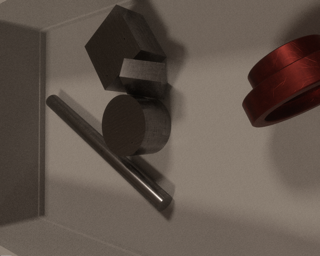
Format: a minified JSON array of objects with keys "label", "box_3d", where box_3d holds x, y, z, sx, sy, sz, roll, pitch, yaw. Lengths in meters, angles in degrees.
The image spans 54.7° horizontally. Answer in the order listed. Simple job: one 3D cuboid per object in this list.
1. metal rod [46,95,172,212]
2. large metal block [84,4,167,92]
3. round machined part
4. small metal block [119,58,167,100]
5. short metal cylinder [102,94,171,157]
[{"label":"metal rod","box_3d":[-0.095,0.024,0.482,0.300,0.025,0.025,36,112,33]},{"label":"large metal block","box_3d":[-0.050,-0.106,0.429,0.080,0.050,0.080,-41,66,32]},{"label":"round machined part","box_3d":[0.115,-0.041,0.263,0.098,0.099,0.042,-34,69,34]},{"label":"small metal block","box_3d":[-0.019,-0.061,0.389,0.050,0.050,0.025,9,72,8]},{"label":"short metal cylinder","box_3d":[-0.032,-0.003,0.415,0.080,0.050,0.079,0,90,39]}]
